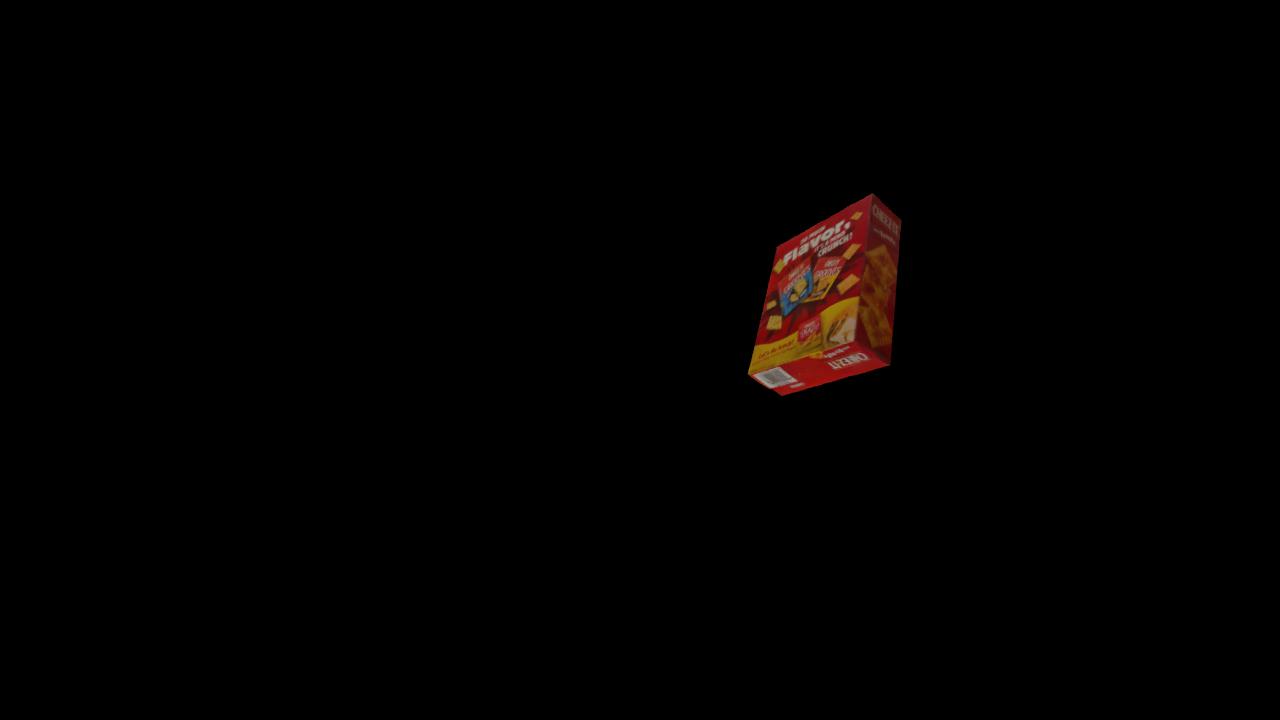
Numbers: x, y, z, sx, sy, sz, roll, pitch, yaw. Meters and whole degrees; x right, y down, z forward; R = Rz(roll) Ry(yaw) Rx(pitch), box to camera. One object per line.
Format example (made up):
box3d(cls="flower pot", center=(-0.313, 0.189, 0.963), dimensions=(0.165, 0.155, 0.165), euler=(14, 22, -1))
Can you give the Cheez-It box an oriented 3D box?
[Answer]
box3d(cls="Cheez-It box", center=(0.234, -0.078, 0.778), dimensions=(0.071, 0.223, 0.166), euler=(31, -31, -24))
